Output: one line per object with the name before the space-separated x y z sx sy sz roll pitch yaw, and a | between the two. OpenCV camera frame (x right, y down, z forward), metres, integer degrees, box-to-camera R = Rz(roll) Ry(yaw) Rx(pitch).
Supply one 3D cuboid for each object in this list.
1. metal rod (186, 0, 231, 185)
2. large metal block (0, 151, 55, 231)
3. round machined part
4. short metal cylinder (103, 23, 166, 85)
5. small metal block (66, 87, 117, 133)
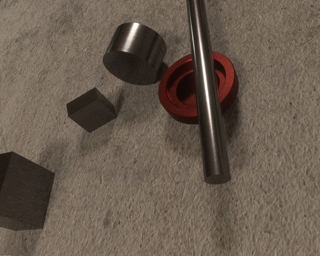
metal rod | 0.051 -0.078 0.370 0.025 0.025 0.299 -14 56 20
large metal block | -0.196 0.087 0.415 0.050 0.080 0.080 -11 57 22
round machined part | 0.051 -0.047 0.394 0.098 0.042 0.098 -13 56 20
short metal cylinder | -0.036 -0.105 0.451 0.080 0.080 0.050 5 64 30
small metal block | -0.099 -0.025 0.453 0.050 0.050 0.025 -29 52 10
